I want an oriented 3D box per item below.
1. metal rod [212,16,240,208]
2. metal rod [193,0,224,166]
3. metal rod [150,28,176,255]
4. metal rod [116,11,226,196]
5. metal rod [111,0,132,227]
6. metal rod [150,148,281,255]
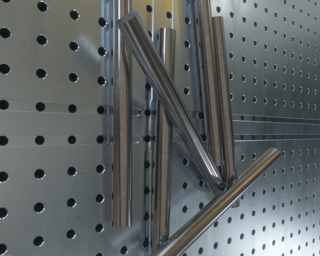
[{"bbox_3d":[0.101,-0.021,0.492,0.025,0.025,0.298,-11,97,-39],"label":"metal rod"},{"bbox_3d":[0.072,-0.091,0.467,0.025,0.025,0.298,-10,96,-40],"label":"metal rod"},{"bbox_3d":[0.004,0.019,0.411,0.025,0.025,0.298,3,88,-40],"label":"metal rod"},{"bbox_3d":[0.030,-0.007,0.401,0.025,0.025,0.299,-52,130,-27],"label":"metal rod"},{"bbox_3d":[-0.046,-0.035,0.369,0.025,0.025,0.298,0,90,-40],"label":"metal rod"},{"bbox_3d":[0.093,0.106,0.452,0.302,0.025,0.025,-30,109,-36],"label":"metal rod"}]
